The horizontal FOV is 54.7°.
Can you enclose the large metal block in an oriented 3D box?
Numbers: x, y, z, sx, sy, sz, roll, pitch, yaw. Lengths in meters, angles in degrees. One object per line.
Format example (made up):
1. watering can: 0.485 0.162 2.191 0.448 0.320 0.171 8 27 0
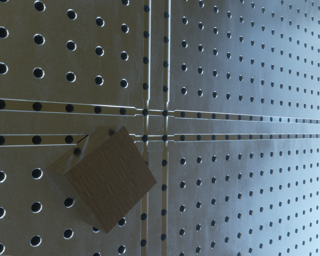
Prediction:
1. large metal block: -0.062 0.053 0.342 0.080 0.050 0.080 -42 116 -32
